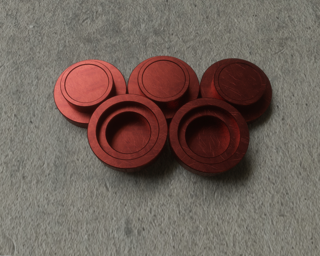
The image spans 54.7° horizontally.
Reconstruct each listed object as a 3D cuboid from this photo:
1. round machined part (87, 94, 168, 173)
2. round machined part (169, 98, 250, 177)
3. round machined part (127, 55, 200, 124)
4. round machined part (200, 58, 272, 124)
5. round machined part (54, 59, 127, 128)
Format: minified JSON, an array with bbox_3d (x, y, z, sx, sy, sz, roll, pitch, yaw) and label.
[{"bbox_3d":[-0.039,0.009,0.396,0.099,0.042,0.098,0,70,-1],"label":"round machined part"},{"bbox_3d":[0.060,0.014,0.396,0.099,0.042,0.098,0,70,-1],"label":"round machined part"},{"bbox_3d":[0.005,-0.057,0.421,0.099,0.042,0.098,0,70,-1],"label":"round machined part"},{"bbox_3d":[0.104,-0.054,0.421,0.099,0.042,0.098,0,70,-1],"label":"round machined part"},{"bbox_3d":[-0.094,-0.051,0.418,0.099,0.042,0.098,0,70,-1],"label":"round machined part"}]
